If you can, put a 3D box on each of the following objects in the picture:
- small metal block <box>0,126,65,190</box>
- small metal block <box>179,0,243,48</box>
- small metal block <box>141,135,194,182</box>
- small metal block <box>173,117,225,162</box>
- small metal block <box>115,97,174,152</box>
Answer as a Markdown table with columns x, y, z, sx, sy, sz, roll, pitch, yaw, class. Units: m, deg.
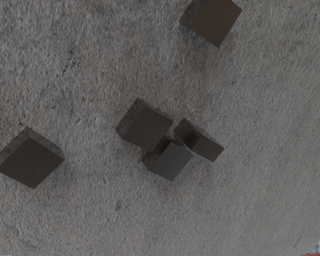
| x | y | z | sx | sy | sz | roll | pitch | yaw | class |
| --- | --- | --- | --- | --- | --- | --- | --- | --- | --- |
| -0.146 | 0.034 | 0.348 | 0.050 | 0.025 | 0.050 | -44 | 130 | 2 | small metal block |
| 0.059 | -0.129 | 0.359 | 0.050 | 0.025 | 0.050 | 22 | 106 | -36 | small metal block |
| 0.011 | 0.042 | 0.439 | 0.050 | 0.025 | 0.050 | 32 | 100 | -38 | small metal block |
| 0.054 | 0.016 | 0.430 | 0.050 | 0.050 | 0.025 | 29 | 102 | -38 | small metal block |
| -0.019 | -0.003 | 0.394 | 0.050 | 0.025 | 0.050 | 28 | 103 | -38 | small metal block |
